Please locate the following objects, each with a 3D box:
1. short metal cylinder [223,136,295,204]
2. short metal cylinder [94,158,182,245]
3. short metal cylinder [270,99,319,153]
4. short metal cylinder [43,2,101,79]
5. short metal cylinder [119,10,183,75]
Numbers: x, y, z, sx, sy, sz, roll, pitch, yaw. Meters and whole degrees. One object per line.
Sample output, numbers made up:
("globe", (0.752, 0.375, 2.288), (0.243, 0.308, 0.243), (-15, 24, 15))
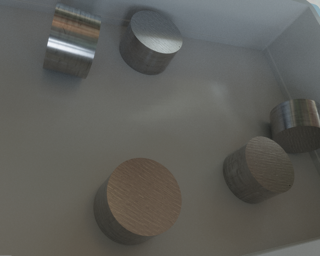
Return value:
("short metal cylinder", (0.135, 0.058, 0.426), (0.081, 0.050, 0.080), (14, 56, -21))
("short metal cylinder", (-0.024, 0.078, 0.329), (0.081, 0.050, 0.080), (14, 56, -21))
("short metal cylinder", (0.217, -0.002, 0.488), (0.080, 0.080, 0.050), (19, 55, -17))
("short metal cylinder", (-0.108, -0.104, 0.376), (0.050, 0.080, 0.080), (12, 57, -22))
("short metal cylinder", (-0.014, -0.126, 0.458), (0.081, 0.050, 0.080), (14, 56, -21))
